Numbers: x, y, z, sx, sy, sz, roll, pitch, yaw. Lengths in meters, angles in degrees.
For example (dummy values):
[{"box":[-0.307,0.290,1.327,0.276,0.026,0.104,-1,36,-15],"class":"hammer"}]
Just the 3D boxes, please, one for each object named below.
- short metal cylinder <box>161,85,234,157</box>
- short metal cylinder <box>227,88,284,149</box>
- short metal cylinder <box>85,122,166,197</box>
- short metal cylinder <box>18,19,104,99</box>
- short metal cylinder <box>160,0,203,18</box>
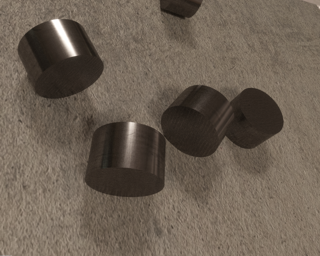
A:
[{"box":[0.049,-0.009,0.402,0.080,0.080,0.050,41,51,0],"class":"short metal cylinder"},{"box":[0.139,-0.014,0.474,0.081,0.050,0.080,14,56,-21],"class":"short metal cylinder"},{"box":[-0.035,0.036,0.329,0.081,0.080,0.050,15,56,-20],"class":"short metal cylinder"},{"box":[-0.113,-0.077,0.356,0.081,0.080,0.050,-19,72,-36],"class":"short metal cylinder"},{"box":[0.040,-0.239,0.538,0.050,0.080,0.080,11,57,-23],"class":"short metal cylinder"}]
